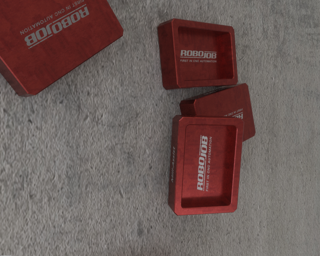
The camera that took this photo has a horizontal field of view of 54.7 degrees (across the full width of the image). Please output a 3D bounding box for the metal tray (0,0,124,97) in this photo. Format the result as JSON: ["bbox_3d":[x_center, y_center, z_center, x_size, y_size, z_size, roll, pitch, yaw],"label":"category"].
[{"bbox_3d":[-0.109,-0.102,0.310,0.131,0.030,0.090,-45,117,-30],"label":"metal tray"}]

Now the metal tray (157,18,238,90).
[{"bbox_3d":[0.059,-0.104,0.450,0.131,0.030,0.089,-9,96,-40],"label":"metal tray"}]

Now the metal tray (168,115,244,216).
[{"bbox_3d":[0.061,0.049,0.418,0.091,0.030,0.129,1,97,-15],"label":"metal tray"}]

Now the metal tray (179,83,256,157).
[{"bbox_3d":[0.094,-0.013,0.479,0.131,0.030,0.089,-21,103,-38],"label":"metal tray"}]
